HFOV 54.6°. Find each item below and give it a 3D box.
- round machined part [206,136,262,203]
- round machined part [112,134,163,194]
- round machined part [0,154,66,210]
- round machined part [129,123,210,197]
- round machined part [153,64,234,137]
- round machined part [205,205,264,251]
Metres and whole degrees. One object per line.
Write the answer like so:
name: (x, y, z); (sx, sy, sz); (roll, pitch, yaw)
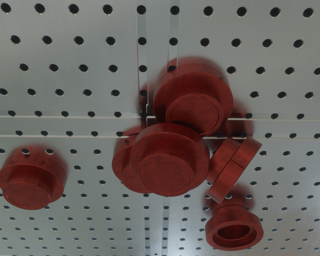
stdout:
round machined part: (0.092, 0.050, 0.420); (0.042, 0.099, 0.097); (36, 130, 17)
round machined part: (-0.021, 0.058, 0.449); (0.099, 0.042, 0.097); (0, 130, 0)
round machined part: (-0.198, 0.089, 0.474); (0.099, 0.042, 0.097); (0, 130, 0)
round machined part: (0.010, 0.046, 0.377); (0.098, 0.042, 0.097); (6, 125, 8)
round machined part: (0.041, -0.025, 0.379); (0.099, 0.042, 0.097); (0, 130, 0)
round machined part: (0.129, 0.174, 0.549); (0.099, 0.042, 0.097); (0, 130, 0)
